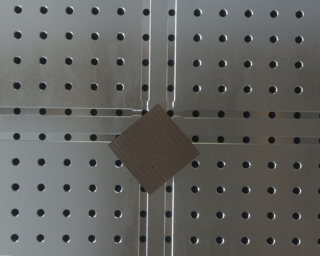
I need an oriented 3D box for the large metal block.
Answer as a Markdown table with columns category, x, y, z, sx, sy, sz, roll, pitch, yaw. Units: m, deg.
| category | x | y | z | sx | sy | sz | roll | pitch | yaw |
| --- | --- | --- | --- | --- | --- | --- | --- | --- | --- |
| large metal block | -0.007 | 0.026 | 0.401 | 0.080 | 0.050 | 0.080 | -40 | 90 | 0 |
